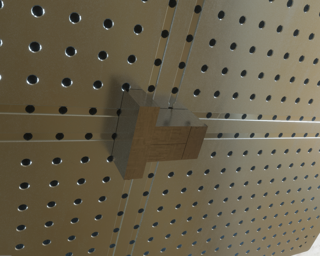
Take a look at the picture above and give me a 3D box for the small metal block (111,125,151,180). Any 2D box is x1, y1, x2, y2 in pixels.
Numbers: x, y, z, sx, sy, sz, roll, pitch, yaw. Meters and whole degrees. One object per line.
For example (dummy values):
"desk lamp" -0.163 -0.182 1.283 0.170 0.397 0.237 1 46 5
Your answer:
"small metal block" -0.038 0.030 0.393 0.025 0.050 0.050 0 119 -29

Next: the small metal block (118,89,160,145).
"small metal block" -0.027 -0.014 0.372 0.025 0.050 0.050 0 119 -29

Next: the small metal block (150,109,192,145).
"small metal block" 0.004 -0.003 0.396 0.050 0.050 0.025 0 119 -29

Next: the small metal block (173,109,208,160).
"small metal block" 0.034 0.008 0.419 0.025 0.050 0.050 0 119 -29

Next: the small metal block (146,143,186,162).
"small metal block" -0.002 0.019 0.406 0.050 0.050 0.025 0 119 -29
